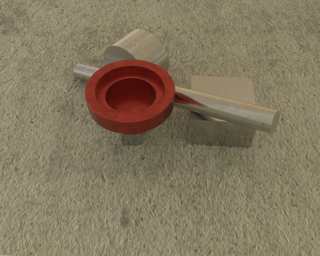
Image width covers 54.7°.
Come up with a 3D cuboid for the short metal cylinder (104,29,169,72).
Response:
[{"bbox_3d":[-0.034,-0.094,0.448,0.080,0.080,0.050,30,56,22],"label":"short metal cylinder"}]

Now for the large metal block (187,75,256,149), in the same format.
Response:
[{"bbox_3d":[0.079,-0.022,0.408,0.080,0.050,0.080,4,50,2],"label":"large metal block"}]

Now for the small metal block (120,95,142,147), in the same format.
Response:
[{"bbox_3d":[-0.037,-0.011,0.398,0.025,0.050,0.050,-2,50,-2],"label":"small metal block"}]

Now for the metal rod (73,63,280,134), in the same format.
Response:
[{"bbox_3d":[-0.003,-0.046,0.395,0.300,0.025,0.025,19,51,32],"label":"metal rod"}]

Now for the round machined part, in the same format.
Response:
[{"bbox_3d":[-0.033,-0.031,0.355,0.099,0.042,0.098,0,51,0],"label":"round machined part"}]
